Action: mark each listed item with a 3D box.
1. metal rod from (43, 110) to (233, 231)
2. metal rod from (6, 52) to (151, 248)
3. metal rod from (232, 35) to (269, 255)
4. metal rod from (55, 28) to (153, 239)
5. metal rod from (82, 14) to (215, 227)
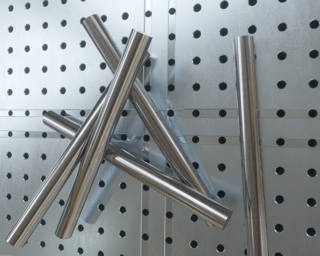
[{"bbox_3d":[-0.047,0.044,0.409,0.300,0.025,0.025,26,99,25],"label":"metal rod"},{"bbox_3d":[-0.104,0.020,0.409,0.025,0.025,0.300,31,85,17],"label":"metal rod"},{"bbox_3d":[0.110,0.040,0.373,0.025,0.025,0.298,-4,89,20],"label":"metal rod"},{"bbox_3d":[-0.079,0.022,0.395,0.025,0.025,0.298,31,110,17],"label":"metal rod"},{"bbox_3d":[-0.009,-0.010,0.391,0.025,0.025,0.299,-32,89,17],"label":"metal rod"}]
